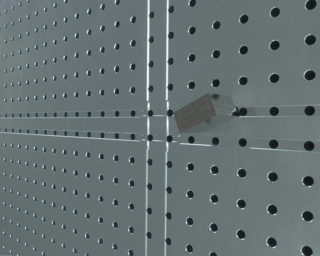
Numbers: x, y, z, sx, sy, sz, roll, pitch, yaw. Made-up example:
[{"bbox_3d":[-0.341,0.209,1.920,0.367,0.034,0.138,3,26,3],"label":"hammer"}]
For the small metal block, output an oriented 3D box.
[{"bbox_3d":[0.052,-0.015,0.351,0.050,0.050,0.025,-28,72,36],"label":"small metal block"}]
